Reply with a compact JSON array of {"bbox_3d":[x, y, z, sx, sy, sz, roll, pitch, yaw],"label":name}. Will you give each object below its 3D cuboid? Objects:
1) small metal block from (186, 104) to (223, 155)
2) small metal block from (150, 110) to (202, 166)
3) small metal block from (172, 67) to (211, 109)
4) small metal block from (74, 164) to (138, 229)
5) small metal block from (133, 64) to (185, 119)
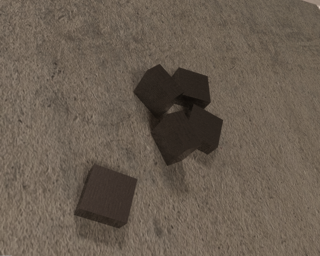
[{"bbox_3d":[0.057,0.002,0.436,0.050,0.025,0.050,28,52,-11],"label":"small metal block"},{"bbox_3d":[0.019,0.013,0.391,0.025,0.050,0.050,-15,70,-35],"label":"small metal block"},{"bbox_3d":[0.046,-0.058,0.466,0.050,0.025,0.050,13,56,-22],"label":"small metal block"},{"bbox_3d":[-0.057,0.073,0.330,0.050,0.025,0.050,23,53,-15],"label":"small metal block"},{"bbox_3d":[-0.003,-0.049,0.418,0.050,0.050,0.025,49,51,6],"label":"small metal block"}]
